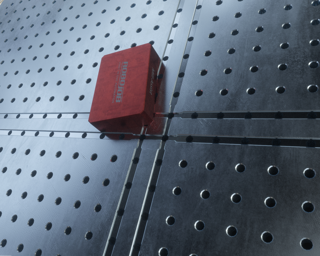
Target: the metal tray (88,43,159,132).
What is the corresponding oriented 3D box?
[{"bbox_3d":[-0.053,-0.062,0.469,0.090,0.030,0.130,-9,58,23],"label":"metal tray"}]
